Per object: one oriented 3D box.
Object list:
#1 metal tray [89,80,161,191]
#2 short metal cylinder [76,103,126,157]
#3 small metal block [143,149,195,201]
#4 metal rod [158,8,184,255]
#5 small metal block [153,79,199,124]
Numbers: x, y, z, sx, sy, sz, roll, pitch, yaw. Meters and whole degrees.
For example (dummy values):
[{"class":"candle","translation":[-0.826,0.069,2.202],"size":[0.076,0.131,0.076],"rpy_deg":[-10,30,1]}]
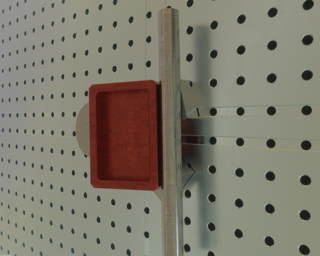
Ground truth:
[{"class":"metal tray","translation":[-0.041,0.009,0.386],"size":[0.090,0.030,0.129],"rpy_deg":[-1,89,20]},{"class":"short metal cylinder","translation":[-0.079,0.002,0.454],"size":[0.080,0.050,0.079],"rpy_deg":[0,90,39]},{"class":"small metal block","translation":[0.008,0.059,0.400],"size":[0.050,0.025,0.050],"rpy_deg":[46,117,29]},{"class":"metal rod","translation":[0.013,0.012,0.364],"size":[0.025,0.025,0.298],"rpy_deg":[-2,89,39]},{"class":"small metal block","translation":[0.016,-0.029,0.394],"size":[0.050,0.025,0.050],"rpy_deg":[-19,78,38]}]
